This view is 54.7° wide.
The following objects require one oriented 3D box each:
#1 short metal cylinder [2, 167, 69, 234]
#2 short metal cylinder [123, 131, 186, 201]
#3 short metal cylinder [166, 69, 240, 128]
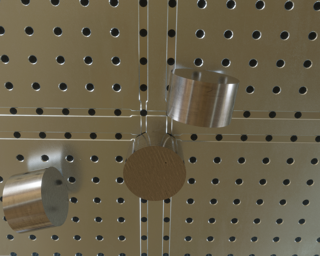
[{"bbox_3d":[-0.164,0.097,0.418,0.050,0.080,0.080,-12,110,4],"label":"short metal cylinder"},{"bbox_3d":[-0.007,0.050,0.419,0.081,0.050,0.079,0,110,0],"label":"short metal cylinder"},{"bbox_3d":[0.050,-0.038,0.370,0.081,0.080,0.050,7,110,-3],"label":"short metal cylinder"}]
